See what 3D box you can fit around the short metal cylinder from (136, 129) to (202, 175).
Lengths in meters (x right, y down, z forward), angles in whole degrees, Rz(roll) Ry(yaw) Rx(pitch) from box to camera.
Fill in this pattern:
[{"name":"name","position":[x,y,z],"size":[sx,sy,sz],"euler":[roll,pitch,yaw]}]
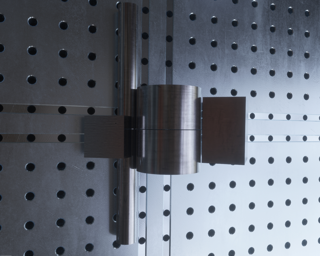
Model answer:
[{"name":"short metal cylinder","position":[0.011,0.027,0.383],"size":[0.081,0.080,0.050],"euler":[1,90,-20]}]

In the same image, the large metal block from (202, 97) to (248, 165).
[{"name":"large metal block","position":[0.087,0.003,0.404],"size":[0.050,0.080,0.079],"euler":[1,90,18]}]

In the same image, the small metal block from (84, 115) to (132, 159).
[{"name":"small metal block","position":[-0.062,0.010,0.374],"size":[0.050,0.025,0.050],"euler":[0,89,14]}]

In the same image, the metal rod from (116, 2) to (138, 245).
[{"name":"metal rod","position":[-0.041,-0.005,0.393],"size":[0.025,0.025,0.298],"euler":[0,90,-20]}]

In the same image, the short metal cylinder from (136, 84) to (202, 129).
[{"name":"short metal cylinder","position":[0.011,-0.024,0.383],"size":[0.081,0.080,0.050],"euler":[1,90,-20]}]
